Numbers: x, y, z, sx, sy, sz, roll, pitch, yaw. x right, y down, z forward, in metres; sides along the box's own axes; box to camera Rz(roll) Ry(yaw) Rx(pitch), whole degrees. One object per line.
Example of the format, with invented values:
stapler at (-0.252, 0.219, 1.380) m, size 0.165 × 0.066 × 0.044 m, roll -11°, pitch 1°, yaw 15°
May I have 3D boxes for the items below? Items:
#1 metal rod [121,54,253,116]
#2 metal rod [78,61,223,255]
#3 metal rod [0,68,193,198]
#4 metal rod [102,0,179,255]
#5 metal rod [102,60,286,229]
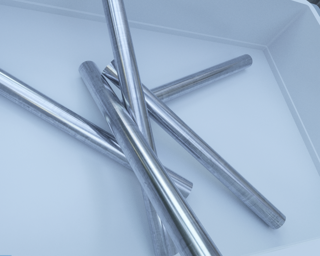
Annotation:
metal rod at (0.049, -0.070, 0.473) m, size 0.302 × 0.025 × 0.025 m, roll -26°, pitch 76°, yaw -37°
metal rod at (-0.028, 0.013, 0.304) m, size 0.025 × 0.025 × 0.300 m, roll -5°, pitch 39°, yaw -30°
metal rod at (-0.094, -0.001, 0.355) m, size 0.301 × 0.025 × 0.025 m, roll 32°, pitch 52°, yaw -8°
metal rod at (-0.025, -0.010, 0.348) m, size 0.025 × 0.025 × 0.299 m, roll -8°, pitch 81°, yaw -32°
metal rod at (0.048, 0.025, 0.396) m, size 0.300 × 0.025 × 0.025 m, roll 42°, pitch 51°, yaw -7°
